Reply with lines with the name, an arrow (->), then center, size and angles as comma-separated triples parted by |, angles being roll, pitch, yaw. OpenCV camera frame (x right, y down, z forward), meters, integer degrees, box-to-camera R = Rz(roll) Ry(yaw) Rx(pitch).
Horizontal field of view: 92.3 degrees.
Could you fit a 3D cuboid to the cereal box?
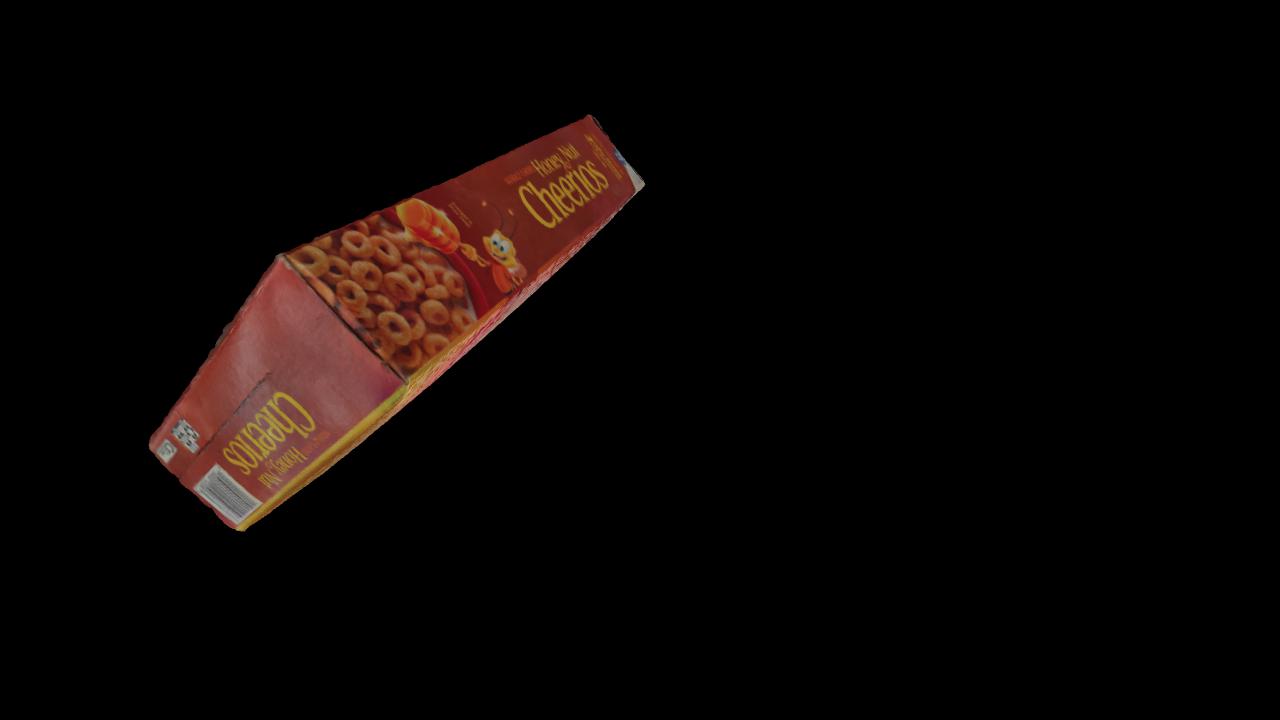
cereal box -> -0.132, -0.044, 0.410 | 0.203, 0.081, 0.306 | -33, 13, 33
